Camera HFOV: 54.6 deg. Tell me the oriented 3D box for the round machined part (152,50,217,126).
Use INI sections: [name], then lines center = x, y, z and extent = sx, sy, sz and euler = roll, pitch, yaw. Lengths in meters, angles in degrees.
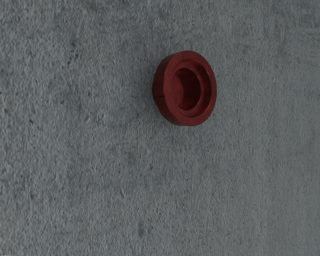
[round machined part]
center = 0.028, -0.051, 0.416
extent = 0.099, 0.042, 0.097
euler = 0, 90, -40
